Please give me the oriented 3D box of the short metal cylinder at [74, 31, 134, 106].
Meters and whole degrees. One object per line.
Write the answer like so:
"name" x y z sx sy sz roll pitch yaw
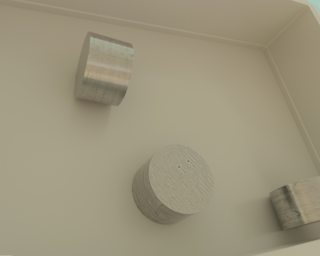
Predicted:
"short metal cylinder" -0.070 -0.070 0.375 0.050 0.080 0.080 11 57 -23

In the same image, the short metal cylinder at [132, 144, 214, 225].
"short metal cylinder" 0.014 0.065 0.357 0.081 0.050 0.080 14 56 -21

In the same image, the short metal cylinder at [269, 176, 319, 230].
"short metal cylinder" 0.195 0.101 0.413 0.081 0.080 0.050 0 62 -28
